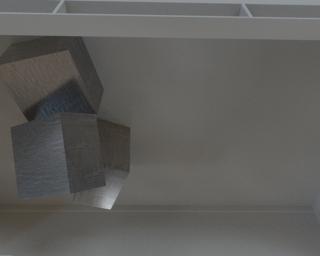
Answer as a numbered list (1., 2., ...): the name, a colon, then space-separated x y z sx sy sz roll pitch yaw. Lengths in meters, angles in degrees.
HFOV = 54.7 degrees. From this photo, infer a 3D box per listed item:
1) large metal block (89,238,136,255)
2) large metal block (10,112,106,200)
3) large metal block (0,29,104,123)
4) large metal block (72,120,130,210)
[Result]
1. large metal block: -0.101 0.274 0.627 0.081 0.050 0.079 16 128 -14
2. large metal block: -0.112 0.031 0.339 0.080 0.080 0.050 -13 173 30
3. large metal block: -0.118 -0.054 0.345 0.080 0.050 0.080 -10 130 8
4. large metal block: -0.077 0.048 0.411 0.050 0.080 0.079 15 129 -17
